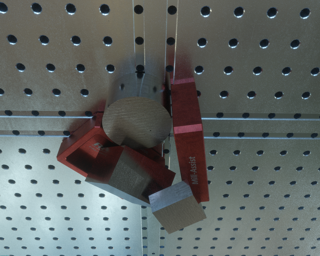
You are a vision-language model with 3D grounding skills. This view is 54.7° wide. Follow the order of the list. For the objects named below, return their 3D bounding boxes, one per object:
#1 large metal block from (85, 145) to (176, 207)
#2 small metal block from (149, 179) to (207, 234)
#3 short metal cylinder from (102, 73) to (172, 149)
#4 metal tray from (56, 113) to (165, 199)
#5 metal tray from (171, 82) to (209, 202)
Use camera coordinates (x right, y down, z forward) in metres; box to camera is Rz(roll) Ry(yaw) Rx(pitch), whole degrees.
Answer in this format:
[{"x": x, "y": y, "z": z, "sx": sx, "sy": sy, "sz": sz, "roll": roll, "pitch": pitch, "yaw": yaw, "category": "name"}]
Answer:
[{"x": -0.040, "y": 0.065, "z": 0.409, "sx": 0.080, "sy": 0.050, "sz": 0.080, "roll": 32, "pitch": 159, "yaw": -25, "category": "large metal block"}, {"x": 0.021, "y": 0.094, "z": 0.368, "sx": 0.050, "sy": 0.025, "sz": 0.050, "roll": -25, "pitch": 127, "yaw": 6, "category": "small metal block"}, {"x": -0.027, "y": -0.020, "z": 0.378, "sx": 0.081, "sy": 0.050, "sz": 0.079, "roll": 0, "pitch": 130, "yaw": 0, "category": "short metal cylinder"}, {"x": -0.067, "y": 0.045, "z": 0.445, "sx": 0.090, "sy": 0.030, "sz": 0.130, "roll": -36, "pitch": 122, "yaw": 26, "category": "metal tray"}, {"x": 0.038, "y": 0.020, "z": 0.387, "sx": 0.030, "sy": 0.090, "sz": 0.129, "roll": -7, "pitch": 130, "yaw": 6, "category": "metal tray"}]
